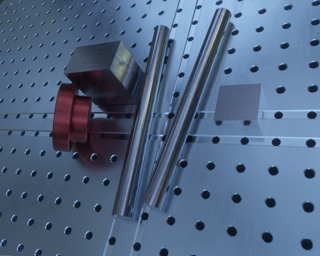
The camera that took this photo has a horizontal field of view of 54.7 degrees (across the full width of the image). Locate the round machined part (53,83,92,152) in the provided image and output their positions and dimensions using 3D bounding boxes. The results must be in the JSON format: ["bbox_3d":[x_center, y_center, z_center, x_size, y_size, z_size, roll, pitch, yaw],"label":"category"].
[{"bbox_3d":[-0.123,-0.014,0.445,0.042,0.097,0.098,7,58,-11],"label":"round machined part"}]

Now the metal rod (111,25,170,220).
[{"bbox_3d":[-0.021,-0.026,0.433,0.025,0.025,0.299,-4,60,26],"label":"metal rod"}]

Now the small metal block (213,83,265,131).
[{"bbox_3d":[0.096,-0.025,0.372,0.050,0.025,0.050,1,62,28],"label":"small metal block"}]

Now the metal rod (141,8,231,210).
[{"bbox_3d":[0.042,-0.040,0.409,0.025,0.025,0.300,9,66,31],"label":"metal rod"}]

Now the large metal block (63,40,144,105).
[{"bbox_3d":[-0.078,-0.078,0.459,0.080,0.080,0.050,0,60,28],"label":"large metal block"}]
